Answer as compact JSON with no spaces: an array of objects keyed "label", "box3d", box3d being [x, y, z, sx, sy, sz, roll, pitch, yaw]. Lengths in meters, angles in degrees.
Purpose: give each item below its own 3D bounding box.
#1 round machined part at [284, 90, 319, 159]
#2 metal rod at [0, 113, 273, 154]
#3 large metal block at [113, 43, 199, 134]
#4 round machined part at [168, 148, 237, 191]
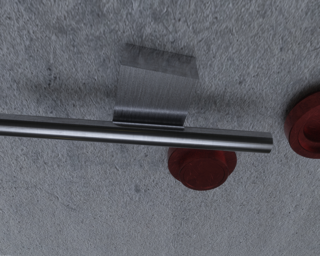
[{"label":"round machined part","box3d":[0.207,-0.009,0.390,0.099,0.042,0.097,0,130,0]},{"label":"metal rod","box3d":[-0.025,0.007,0.346,0.302,0.025,0.025,4,130,-4]},{"label":"large metal block","box3d":[-0.008,-0.042,0.355,0.081,0.050,0.079,9,130,-8]},{"label":"round machined part","box3d":[0.060,0.052,0.441,0.099,0.042,0.097,0,130,0]}]
